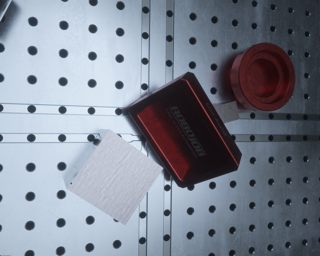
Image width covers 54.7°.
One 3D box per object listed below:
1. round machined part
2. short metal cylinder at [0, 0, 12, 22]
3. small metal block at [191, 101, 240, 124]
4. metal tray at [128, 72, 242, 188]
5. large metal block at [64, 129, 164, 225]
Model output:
[{"bbox_3d":[0.146,-0.072,0.457,0.099,0.042,0.097,0,90,-20],"label":"round machined part"},{"bbox_3d":[-0.194,-0.144,0.311,0.080,0.080,0.050,26,82,-18],"label":"short metal cylinder"},{"bbox_3d":[0.072,-0.018,0.426,0.050,0.050,0.025,-15,95,-20],"label":"small metal block"},{"bbox_3d":[0.032,0.007,0.391,0.130,0.090,0.030,57,31,-12],"label":"metal tray"},{"bbox_3d":[-0.057,0.057,0.378,0.080,0.050,0.080,38,78,-16],"label":"large metal block"}]
